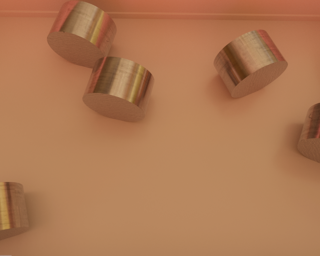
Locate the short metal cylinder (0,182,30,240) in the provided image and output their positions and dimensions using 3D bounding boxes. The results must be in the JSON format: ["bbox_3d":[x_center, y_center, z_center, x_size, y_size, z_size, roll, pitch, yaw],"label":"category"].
[{"bbox_3d":[-0.192,0.097,0.343,0.081,0.080,0.050,-16,71,-6],"label":"short metal cylinder"}]

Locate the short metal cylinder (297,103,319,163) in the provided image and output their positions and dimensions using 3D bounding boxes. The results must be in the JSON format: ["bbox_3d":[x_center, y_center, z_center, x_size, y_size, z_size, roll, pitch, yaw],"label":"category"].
[{"bbox_3d":[0.217,0.010,0.378,0.080,0.080,0.050,22,72,8],"label":"short metal cylinder"}]

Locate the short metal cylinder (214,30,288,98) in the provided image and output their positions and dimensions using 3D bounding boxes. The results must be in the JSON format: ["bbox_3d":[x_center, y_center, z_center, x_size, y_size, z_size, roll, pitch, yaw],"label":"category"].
[{"bbox_3d":[0.119,-0.083,0.412,0.080,0.080,0.050,-23,72,-8],"label":"short metal cylinder"}]

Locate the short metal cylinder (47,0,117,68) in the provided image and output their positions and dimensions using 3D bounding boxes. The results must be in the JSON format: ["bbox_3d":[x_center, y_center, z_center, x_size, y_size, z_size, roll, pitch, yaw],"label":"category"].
[{"bbox_3d":[-0.106,-0.126,0.426,0.080,0.080,0.050,14,71,5],"label":"short metal cylinder"}]

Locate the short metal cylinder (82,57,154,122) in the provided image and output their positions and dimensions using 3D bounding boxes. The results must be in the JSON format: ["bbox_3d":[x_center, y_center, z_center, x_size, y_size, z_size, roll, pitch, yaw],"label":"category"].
[{"bbox_3d":[-0.052,-0.047,0.397,0.080,0.080,0.050,13,71,4],"label":"short metal cylinder"}]
